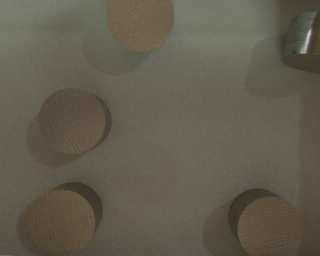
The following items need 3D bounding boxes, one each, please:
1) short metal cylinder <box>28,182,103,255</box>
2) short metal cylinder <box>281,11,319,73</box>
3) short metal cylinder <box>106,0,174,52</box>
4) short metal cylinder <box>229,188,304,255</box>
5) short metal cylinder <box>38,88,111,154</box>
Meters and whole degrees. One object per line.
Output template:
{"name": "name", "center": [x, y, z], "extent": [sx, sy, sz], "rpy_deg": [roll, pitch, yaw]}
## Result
{"name": "short metal cylinder", "center": [-0.118, 0.114, 0.397], "extent": [0.081, 0.050, 0.079], "rpy_deg": [0, 90, -1]}
{"name": "short metal cylinder", "center": [0.199, -0.104, 0.387], "extent": [0.080, 0.080, 0.050], "rpy_deg": [13, 90, -1]}
{"name": "short metal cylinder", "center": [-0.024, -0.138, 0.389], "extent": [0.081, 0.050, 0.079], "rpy_deg": [0, 105, -1]}
{"name": "short metal cylinder", "center": [0.134, 0.123, 0.401], "extent": [0.081, 0.050, 0.079], "rpy_deg": [0, 90, -1]}
{"name": "short metal cylinder", "center": [-0.106, -0.009, 0.398], "extent": [0.081, 0.050, 0.079], "rpy_deg": [0, 90, -1]}
